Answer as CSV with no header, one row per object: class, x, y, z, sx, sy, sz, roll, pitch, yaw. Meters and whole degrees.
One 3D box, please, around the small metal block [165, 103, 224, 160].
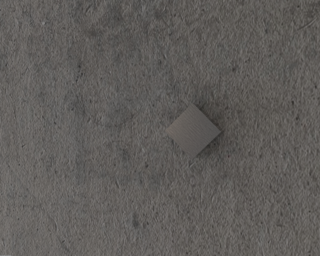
small metal block,0.044,0.004,0.394,0.050,0.025,0.050,-46,76,14
